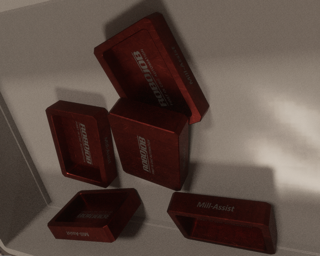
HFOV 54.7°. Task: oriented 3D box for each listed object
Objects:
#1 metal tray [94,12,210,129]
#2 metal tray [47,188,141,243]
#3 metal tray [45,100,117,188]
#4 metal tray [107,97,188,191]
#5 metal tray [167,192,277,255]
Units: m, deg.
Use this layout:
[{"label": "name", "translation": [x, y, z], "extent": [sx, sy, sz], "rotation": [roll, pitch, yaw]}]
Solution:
[{"label": "metal tray", "translation": [-0.010, -0.058, 0.373], "extent": [0.090, 0.030, 0.130], "rotation": [-19, 109, 35]}, {"label": "metal tray", "translation": [-0.107, 0.140, 0.507], "extent": [0.130, 0.090, 0.030], "rotation": [-9, 114, 32]}, {"label": "metal tray", "translation": [-0.120, 0.026, 0.482], "extent": [0.090, 0.030, 0.129], "rotation": [10, 123, 22]}, {"label": "metal tray", "translation": [-0.011, 0.025, 0.401], "extent": [0.090, 0.030, 0.129], "rotation": [17, 143, 18]}, {"label": "metal tray", "translation": [0.085, 0.128, 0.420], "extent": [0.130, 0.030, 0.090], "rotation": [1, 139, 27]}]
